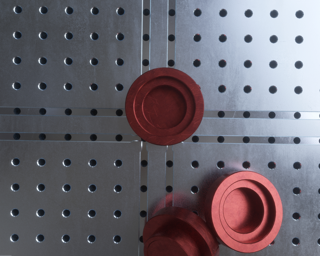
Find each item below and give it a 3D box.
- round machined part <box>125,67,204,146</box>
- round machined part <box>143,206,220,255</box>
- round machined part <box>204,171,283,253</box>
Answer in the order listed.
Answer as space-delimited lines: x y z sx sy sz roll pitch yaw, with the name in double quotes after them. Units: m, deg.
0.006 -0.027 0.405 0.099 0.042 0.097 0 90 0 "round machined part"
0.019 0.151 0.381 0.098 0.042 0.097 11 113 28 "round machined part"
0.102 0.104 0.397 0.099 0.042 0.098 3 80 -15 "round machined part"
